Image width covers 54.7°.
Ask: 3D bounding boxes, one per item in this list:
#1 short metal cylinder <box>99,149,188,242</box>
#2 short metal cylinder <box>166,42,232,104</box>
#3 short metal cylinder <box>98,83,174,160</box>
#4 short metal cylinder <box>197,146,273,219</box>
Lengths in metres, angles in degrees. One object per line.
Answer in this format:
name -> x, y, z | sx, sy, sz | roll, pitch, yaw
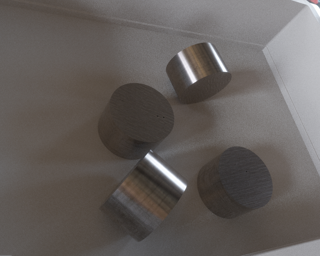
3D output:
short metal cylinder -> -0.017, 0.068, 0.320 | 0.050, 0.080, 0.080 | 41, 51, 0
short metal cylinder -> 0.055, -0.077, 0.447 | 0.081, 0.080, 0.050 | -11, 68, -33
short metal cylinder -> -0.030, -0.008, 0.378 | 0.081, 0.050, 0.080 | 14, 56, -21
short metal cylinder -> 0.095, 0.070, 0.398 | 0.081, 0.050, 0.080 | 14, 56, -21
